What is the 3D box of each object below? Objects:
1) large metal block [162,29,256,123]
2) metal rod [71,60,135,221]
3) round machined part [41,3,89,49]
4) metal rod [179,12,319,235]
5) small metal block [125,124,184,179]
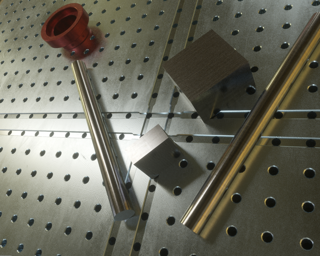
[{"bbox_3d":[0.062,-0.068,0.400,0.080,0.050,0.080,-36,51,4],"label":"large metal block"},{"bbox_3d":[-0.093,-0.003,0.457,0.025,0.025,0.300,-32,52,7],"label":"metal rod"},{"bbox_3d":[-0.180,-0.194,0.608,0.098,0.042,0.098,-13,56,20],"label":"round machined part"},{"bbox_3d":[0.116,-0.014,0.355,0.025,0.025,0.300,27,76,37],"label":"metal rod"},{"bbox_3d":[-0.006,0.030,0.376,0.050,0.050,0.025,-38,51,2],"label":"small metal block"}]
